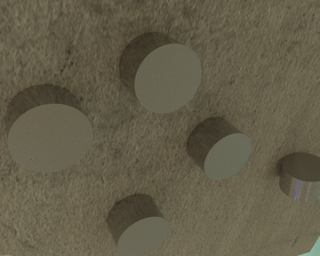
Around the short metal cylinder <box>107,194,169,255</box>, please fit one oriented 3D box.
[{"bbox_3d":[-0.033,0.146,0.465,0.081,0.050,0.079,-14,125,-21],"label":"short metal cylinder"}]

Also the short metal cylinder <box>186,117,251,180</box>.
[{"bbox_3d":[0.087,0.030,0.459,0.081,0.050,0.079,-14,125,-21],"label":"short metal cylinder"}]

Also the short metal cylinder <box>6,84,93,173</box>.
[{"bbox_3d":[-0.117,0.000,0.327,0.081,0.050,0.079,-14,125,-21],"label":"short metal cylinder"}]

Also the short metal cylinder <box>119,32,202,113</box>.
[{"bbox_3d":[0.000,-0.063,0.353,0.081,0.050,0.079,-14,125,-21],"label":"short metal cylinder"}]

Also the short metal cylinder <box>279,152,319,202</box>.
[{"bbox_3d":[0.267,0.090,0.577,0.081,0.080,0.050,-19,126,-18],"label":"short metal cylinder"}]
